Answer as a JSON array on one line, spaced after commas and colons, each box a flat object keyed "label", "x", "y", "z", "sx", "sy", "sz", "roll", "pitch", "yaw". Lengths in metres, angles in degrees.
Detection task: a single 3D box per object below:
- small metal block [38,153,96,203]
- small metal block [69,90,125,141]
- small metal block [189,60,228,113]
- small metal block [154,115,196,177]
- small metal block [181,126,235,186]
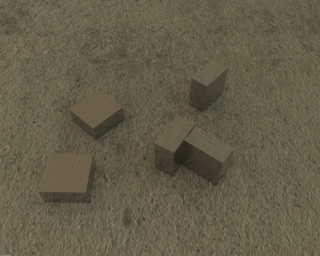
[{"label": "small metal block", "x": -0.104, "y": 0.057, "z": 0.354, "sx": 0.050, "sy": 0.025, "sz": 0.050, "roll": 1, "pitch": 50, "yaw": 0}, {"label": "small metal block", "x": -0.085, "y": -0.018, "z": 0.418, "sx": 0.050, "sy": 0.025, "sz": 0.050, "roll": 35, "pitch": 58, "yaw": 25}, {"label": "small metal block", "x": 0.068, "y": -0.059, "z": 0.436, "sx": 0.025, "sy": 0.050, "sz": 0.050, "roll": 33, "pitch": 58, "yaw": 25}, {"label": "small metal block", "x": 0.018, "y": 0.021, "z": 0.369, "sx": 0.025, "sy": 0.050, "sz": 0.050, "roll": 25, "pitch": 55, "yaw": 20}, {"label": "small metal block", "x": 0.054, "y": 0.033, "z": 0.359, "sx": 0.050, "sy": 0.050, "sz": 0.025, "roll": 31, "pitch": 57, "yaw": 23}]
